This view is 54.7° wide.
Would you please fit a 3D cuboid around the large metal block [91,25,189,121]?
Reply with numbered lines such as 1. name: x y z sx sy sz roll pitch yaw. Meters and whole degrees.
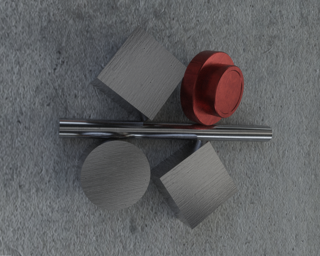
1. large metal block: -0.026 -0.064 0.386 0.080 0.050 0.080 38 78 -16

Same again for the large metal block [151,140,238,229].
1. large metal block: 0.043 0.072 0.414 0.080 0.050 0.080 -35 102 -17

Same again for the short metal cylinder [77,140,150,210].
1. short metal cylinder: -0.058 0.054 0.376 0.081 0.050 0.079 0 90 -21

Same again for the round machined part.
1. round machined part: 0.074 -0.050 0.405 0.099 0.042 0.097 -21 119 -42

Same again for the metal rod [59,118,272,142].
1. metal rod: 0.022 0.004 0.420 0.303 0.025 0.025 2 90 -21
